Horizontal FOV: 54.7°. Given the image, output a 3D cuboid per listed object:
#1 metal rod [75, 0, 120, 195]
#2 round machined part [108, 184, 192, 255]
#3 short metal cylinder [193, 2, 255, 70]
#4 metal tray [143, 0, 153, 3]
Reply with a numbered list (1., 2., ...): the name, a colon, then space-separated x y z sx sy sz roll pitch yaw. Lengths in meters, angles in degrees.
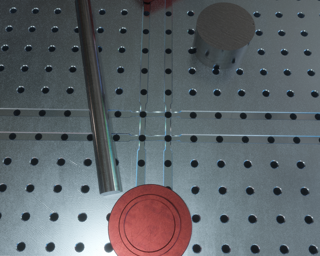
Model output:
1. metal rod: -0.090 -0.058 0.431 0.025 0.025 0.299 -10 70 -4
2. round machined part: -0.012 0.114 0.361 0.099 0.042 0.098 0 70 -1
3. short metal cylinder: 0.090 -0.132 0.448 0.081 0.050 0.080 0 70 0
4. metal tray: -0.019 -0.277 0.510 0.090 0.030 0.130 -30 73 -11
